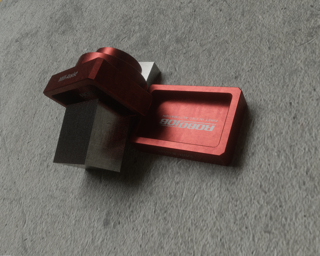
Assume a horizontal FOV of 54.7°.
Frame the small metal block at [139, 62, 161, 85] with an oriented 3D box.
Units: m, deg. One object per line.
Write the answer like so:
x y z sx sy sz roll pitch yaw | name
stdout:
-0.033 -0.072 0.466 0.050 0.025 0.050 7 65 31 | small metal block

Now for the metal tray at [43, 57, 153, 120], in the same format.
-0.085 -0.043 0.411 0.130 0.090 0.030 -4 59 47 | metal tray

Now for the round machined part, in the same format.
-0.063 -0.072 0.420 0.098 0.098 0.042 6 65 30 | round machined part

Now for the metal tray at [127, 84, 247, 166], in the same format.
0.033 -0.008 0.389 0.130 0.030 0.090 7 65 30 | metal tray

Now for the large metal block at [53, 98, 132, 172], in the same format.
-0.089 0.012 0.403 0.080 0.050 0.080 -4 71 46 | large metal block
